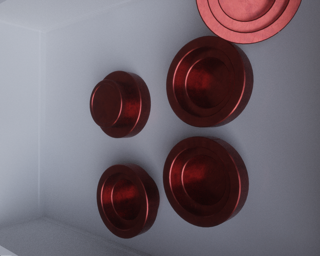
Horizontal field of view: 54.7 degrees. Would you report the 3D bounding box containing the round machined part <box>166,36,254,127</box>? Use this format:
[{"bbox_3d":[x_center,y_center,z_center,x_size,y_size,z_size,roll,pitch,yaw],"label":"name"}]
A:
[{"bbox_3d":[0.058,-0.049,0.346,0.098,0.042,0.097,0,90,39],"label":"round machined part"}]

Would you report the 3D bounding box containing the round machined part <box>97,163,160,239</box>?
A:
[{"bbox_3d":[-0.039,0.097,0.426,0.098,0.042,0.097,0,90,39],"label":"round machined part"}]

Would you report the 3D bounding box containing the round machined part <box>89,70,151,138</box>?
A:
[{"bbox_3d":[-0.064,-0.034,0.446,0.098,0.042,0.097,0,90,39],"label":"round machined part"}]

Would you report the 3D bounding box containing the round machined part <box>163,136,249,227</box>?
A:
[{"bbox_3d":[0.054,0.057,0.350,0.098,0.042,0.097,0,90,39],"label":"round machined part"}]

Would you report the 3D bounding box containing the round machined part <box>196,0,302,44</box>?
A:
[{"bbox_3d":[0.084,-0.134,0.304,0.099,0.042,0.097,2,111,6],"label":"round machined part"}]
